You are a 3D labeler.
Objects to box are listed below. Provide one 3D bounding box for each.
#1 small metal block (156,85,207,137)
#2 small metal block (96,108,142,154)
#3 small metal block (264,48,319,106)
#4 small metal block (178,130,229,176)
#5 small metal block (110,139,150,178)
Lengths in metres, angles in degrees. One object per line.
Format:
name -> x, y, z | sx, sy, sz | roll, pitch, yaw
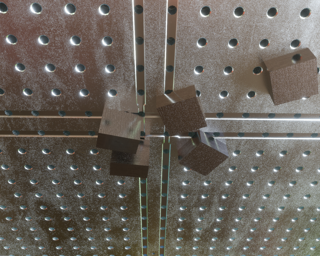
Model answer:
small metal block -> 0.028, -0.021, 0.394 | 0.050, 0.025, 0.050 | -16, 129, 13
small metal block -> -0.052, 0.003, 0.397 | 0.050, 0.050, 0.025 | 11, 129, -10
small metal block -> 0.154, -0.059, 0.364 | 0.050, 0.025, 0.050 | -16, 129, 12
small metal block -> 0.061, 0.037, 0.444 | 0.050, 0.025, 0.050 | 28, 125, -22
small metal block -> -0.041, 0.040, 0.429 | 0.050, 0.050, 0.025 | 6, 130, -6
